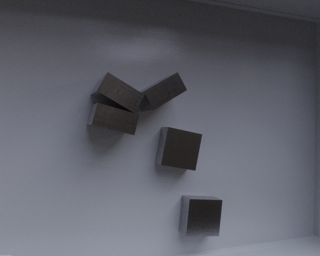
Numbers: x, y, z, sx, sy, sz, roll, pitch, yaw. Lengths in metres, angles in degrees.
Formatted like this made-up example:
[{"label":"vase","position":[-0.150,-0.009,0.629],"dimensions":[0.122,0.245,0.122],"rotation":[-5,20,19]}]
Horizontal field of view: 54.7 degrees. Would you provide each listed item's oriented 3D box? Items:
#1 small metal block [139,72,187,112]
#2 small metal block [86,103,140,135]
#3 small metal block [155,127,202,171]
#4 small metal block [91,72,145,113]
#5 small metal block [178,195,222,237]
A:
[{"label":"small metal block","position":[-0.001,-0.045,0.397],"dimensions":[0.050,0.050,0.025],"rotation":[-32,101,-17]},{"label":"small metal block","position":[-0.058,-0.010,0.376],"dimensions":[0.050,0.050,0.025],"rotation":[15,85,-20]},{"label":"small metal block","position":[0.025,0.028,0.420],"dimensions":[0.050,0.025,0.050],"rotation":[12,86,-20]},{"label":"small metal block","position":[-0.053,-0.040,0.378],"dimensions":[0.050,0.050,0.025],"rotation":[31,80,-18]},{"label":"small metal block","position":[0.056,0.122,0.431],"dimensions":[0.050,0.025,0.050],"rotation":[7,88,-20]}]
